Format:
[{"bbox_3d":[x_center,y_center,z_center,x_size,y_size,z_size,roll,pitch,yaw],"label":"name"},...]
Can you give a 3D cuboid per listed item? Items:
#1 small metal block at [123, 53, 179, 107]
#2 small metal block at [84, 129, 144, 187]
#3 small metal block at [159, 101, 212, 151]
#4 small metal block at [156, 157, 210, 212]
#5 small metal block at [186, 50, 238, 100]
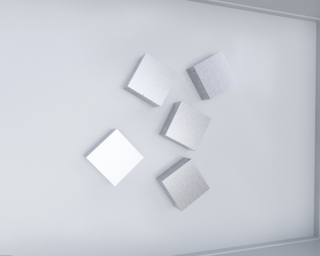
[{"bbox_3d":[-0.012,-0.061,0.406,0.050,0.025,0.050,30,80,-18],"label":"small metal block"},{"bbox_3d":[-0.058,0.036,0.389,0.050,0.025,0.050,-45,104,-14],"label":"small metal block"},{"bbox_3d":[0.035,-0.002,0.423,0.050,0.025,0.050,28,81,-18],"label":"small metal block"},{"bbox_3d":[0.031,0.076,0.422,0.050,0.025,0.050,-35,102,-17],"label":"small metal block"},{"bbox_3d":[0.073,-0.074,0.437,0.050,0.025,0.050,-32,101,-17],"label":"small metal block"}]
